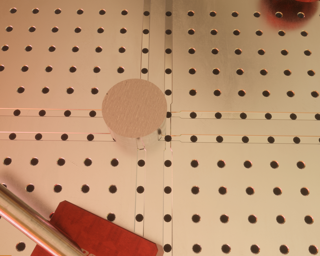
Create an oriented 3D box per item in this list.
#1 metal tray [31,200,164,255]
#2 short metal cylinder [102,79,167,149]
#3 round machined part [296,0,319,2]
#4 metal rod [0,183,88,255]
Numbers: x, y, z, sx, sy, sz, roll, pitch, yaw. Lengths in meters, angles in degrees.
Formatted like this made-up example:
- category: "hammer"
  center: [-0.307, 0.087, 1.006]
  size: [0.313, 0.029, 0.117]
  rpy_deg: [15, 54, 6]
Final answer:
- category: "metal tray"
  center: [-0.073, 0.146, 0.338]
  size: [0.130, 0.030, 0.090]
  rpy_deg: [18, 70, 21]
- category: "short metal cylinder"
  center: [-0.031, -0.017, 0.404]
  size: [0.081, 0.050, 0.080]
  rpy_deg: [0, 70, 0]
- category: "round machined part"
  center: [0.225, -0.244, 0.468]
  size: [0.099, 0.042, 0.098]
  rpy_deg: [0, 70, -1]
- category: "metal rod"
  center: [-0.121, 0.117, 0.334]
  size: [0.300, 0.025, 0.025]
  rpy_deg: [38, 74, -1]
